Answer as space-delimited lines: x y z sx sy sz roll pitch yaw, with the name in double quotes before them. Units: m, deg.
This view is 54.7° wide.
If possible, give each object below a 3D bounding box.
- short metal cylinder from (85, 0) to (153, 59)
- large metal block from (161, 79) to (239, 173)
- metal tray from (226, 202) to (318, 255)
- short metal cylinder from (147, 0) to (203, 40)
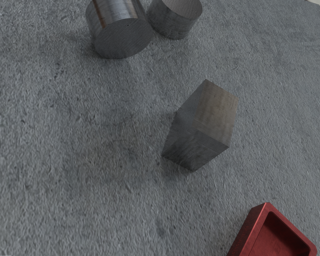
"short metal cylinder" -0.056 -0.139 0.423 0.081 0.080 0.050 -7 66 -31
"large metal block" 0.051 -0.001 0.397 0.050 0.080 0.080 29 52 -10
"metal tray" 0.128 0.165 0.368 0.090 0.030 0.131 44 51 2
"short metal cylinder" 0.024 -0.196 0.520 0.081 0.050 0.080 14 56 -21
